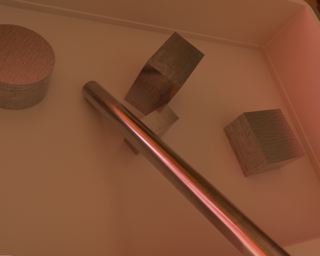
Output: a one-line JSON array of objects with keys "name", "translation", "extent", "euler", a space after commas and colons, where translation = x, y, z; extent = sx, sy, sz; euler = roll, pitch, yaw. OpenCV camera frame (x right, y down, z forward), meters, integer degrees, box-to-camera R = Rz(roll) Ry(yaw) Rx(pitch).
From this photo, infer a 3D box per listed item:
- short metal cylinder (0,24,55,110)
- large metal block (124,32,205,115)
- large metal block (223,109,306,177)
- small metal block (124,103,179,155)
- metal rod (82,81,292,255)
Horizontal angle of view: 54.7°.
[{"name": "short metal cylinder", "translation": [-0.162, -0.067, 0.343], "extent": [0.081, 0.050, 0.080], "euler": [14, 56, -21]}, {"name": "large metal block", "translation": [0.005, -0.068, 0.417], "extent": [0.050, 0.080, 0.080], "euler": [38, 51, -4]}, {"name": "large metal block", "translation": [0.155, 0.021, 0.463], "extent": [0.081, 0.050, 0.080], "euler": [-7, 65, -32]}, {"name": "small metal block", "translation": [-0.011, 0.002, 0.384], "extent": [0.025, 0.050, 0.050], "euler": [50, 51, 6]}, {"name": "metal rod", "translation": [0.005, 0.031, 0.306], "extent": [0.025, 0.025, 0.300], "euler": [-19, 45, -36]}]
